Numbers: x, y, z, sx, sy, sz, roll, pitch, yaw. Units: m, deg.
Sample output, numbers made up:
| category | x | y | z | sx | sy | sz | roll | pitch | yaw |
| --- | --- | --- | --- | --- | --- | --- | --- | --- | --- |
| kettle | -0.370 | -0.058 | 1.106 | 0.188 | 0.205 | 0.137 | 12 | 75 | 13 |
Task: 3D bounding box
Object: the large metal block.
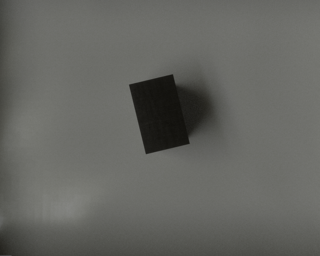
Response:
| category | x | y | z | sx | sy | sz | roll | pitch | yaw |
| --- | --- | --- | --- | --- | --- | --- | --- | --- | --- |
| large metal block | -0.001 | -0.016 | 0.384 | 0.050 | 0.080 | 0.080 | -14 | 90 | 0 |
